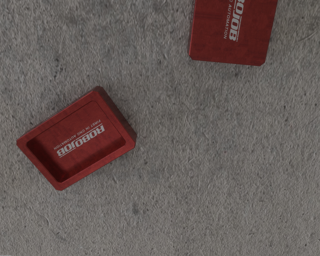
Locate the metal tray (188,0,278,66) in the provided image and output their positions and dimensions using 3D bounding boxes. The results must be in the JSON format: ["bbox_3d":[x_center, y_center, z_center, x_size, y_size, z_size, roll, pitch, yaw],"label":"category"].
[{"bbox_3d":[0.084,-0.142,0.356,0.091,0.030,0.129,5,110,-2],"label":"metal tray"}]

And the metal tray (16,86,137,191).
[{"bbox_3d":[-0.108,0.016,0.411,0.130,0.030,0.090,-31,108,10],"label":"metal tray"}]
